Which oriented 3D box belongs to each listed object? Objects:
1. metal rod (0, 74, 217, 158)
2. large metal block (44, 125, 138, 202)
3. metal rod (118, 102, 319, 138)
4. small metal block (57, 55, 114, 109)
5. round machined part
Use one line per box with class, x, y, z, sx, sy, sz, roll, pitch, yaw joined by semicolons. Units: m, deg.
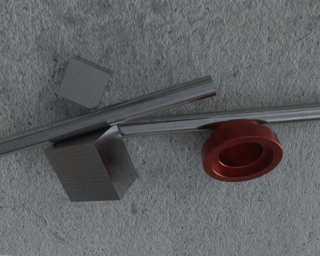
metal rod;-0.081;-0.009;0.382;0.301;0.025;0.025;-16;110;12
large metal block;-0.086;0.046;0.397;0.080;0.050;0.080;-9;112;28
metal rod;0.083;-0.010;0.407;0.302;0.025;0.025;-5;110;1
small metal block;-0.093;-0.057;0.388;0.050;0.025;0.050;23;108;-9
round machined part;0.101;0.026;0.398;0.099;0.042;0.097;-2;139;-2
